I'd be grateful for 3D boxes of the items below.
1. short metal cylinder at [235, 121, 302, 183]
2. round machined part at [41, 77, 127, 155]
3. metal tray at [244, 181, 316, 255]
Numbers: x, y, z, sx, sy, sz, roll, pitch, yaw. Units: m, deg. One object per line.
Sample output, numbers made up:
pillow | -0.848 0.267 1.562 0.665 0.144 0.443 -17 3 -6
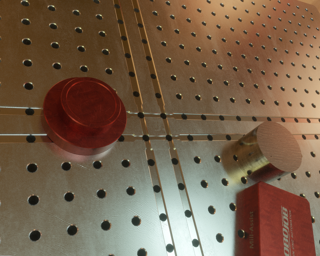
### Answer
short metal cylinder | 0.159 0.036 0.458 0.081 0.050 0.080 14 56 -21
round machined part | -0.085 -0.021 0.365 0.099 0.042 0.098 14 56 -21
metal tray | 0.156 0.145 0.403 0.091 0.030 0.130 22 53 -15
